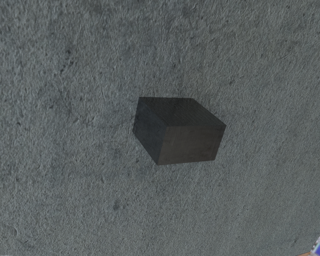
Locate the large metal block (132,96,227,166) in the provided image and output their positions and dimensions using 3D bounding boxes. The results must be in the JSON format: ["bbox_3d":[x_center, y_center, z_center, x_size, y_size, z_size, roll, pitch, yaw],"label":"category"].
[{"bbox_3d":[0.021,0.000,0.386,0.081,0.080,0.050,-1,119,-28],"label":"large metal block"}]
